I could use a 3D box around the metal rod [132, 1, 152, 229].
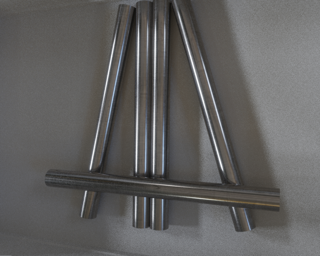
[{"bbox_3d":[-0.022,-0.017,0.417,0.025,0.025,0.298,1,90,20],"label":"metal rod"}]

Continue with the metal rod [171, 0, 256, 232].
[{"bbox_3d":[0.065,-0.023,0.386,0.025,0.025,0.299,-17,84,19],"label":"metal rod"}]

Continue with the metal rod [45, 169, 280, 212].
[{"bbox_3d":[-0.012,0.074,0.386,0.301,0.025,0.025,2,91,20],"label":"metal rod"}]

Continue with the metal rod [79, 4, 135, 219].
[{"bbox_3d":[-0.074,-0.020,0.435,0.025,0.025,0.298,13,94,19],"label":"metal rod"}]

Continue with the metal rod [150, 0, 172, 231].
[{"bbox_3d":[0.001,-0.018,0.409,0.025,0.025,0.298,1,90,20],"label":"metal rod"}]
